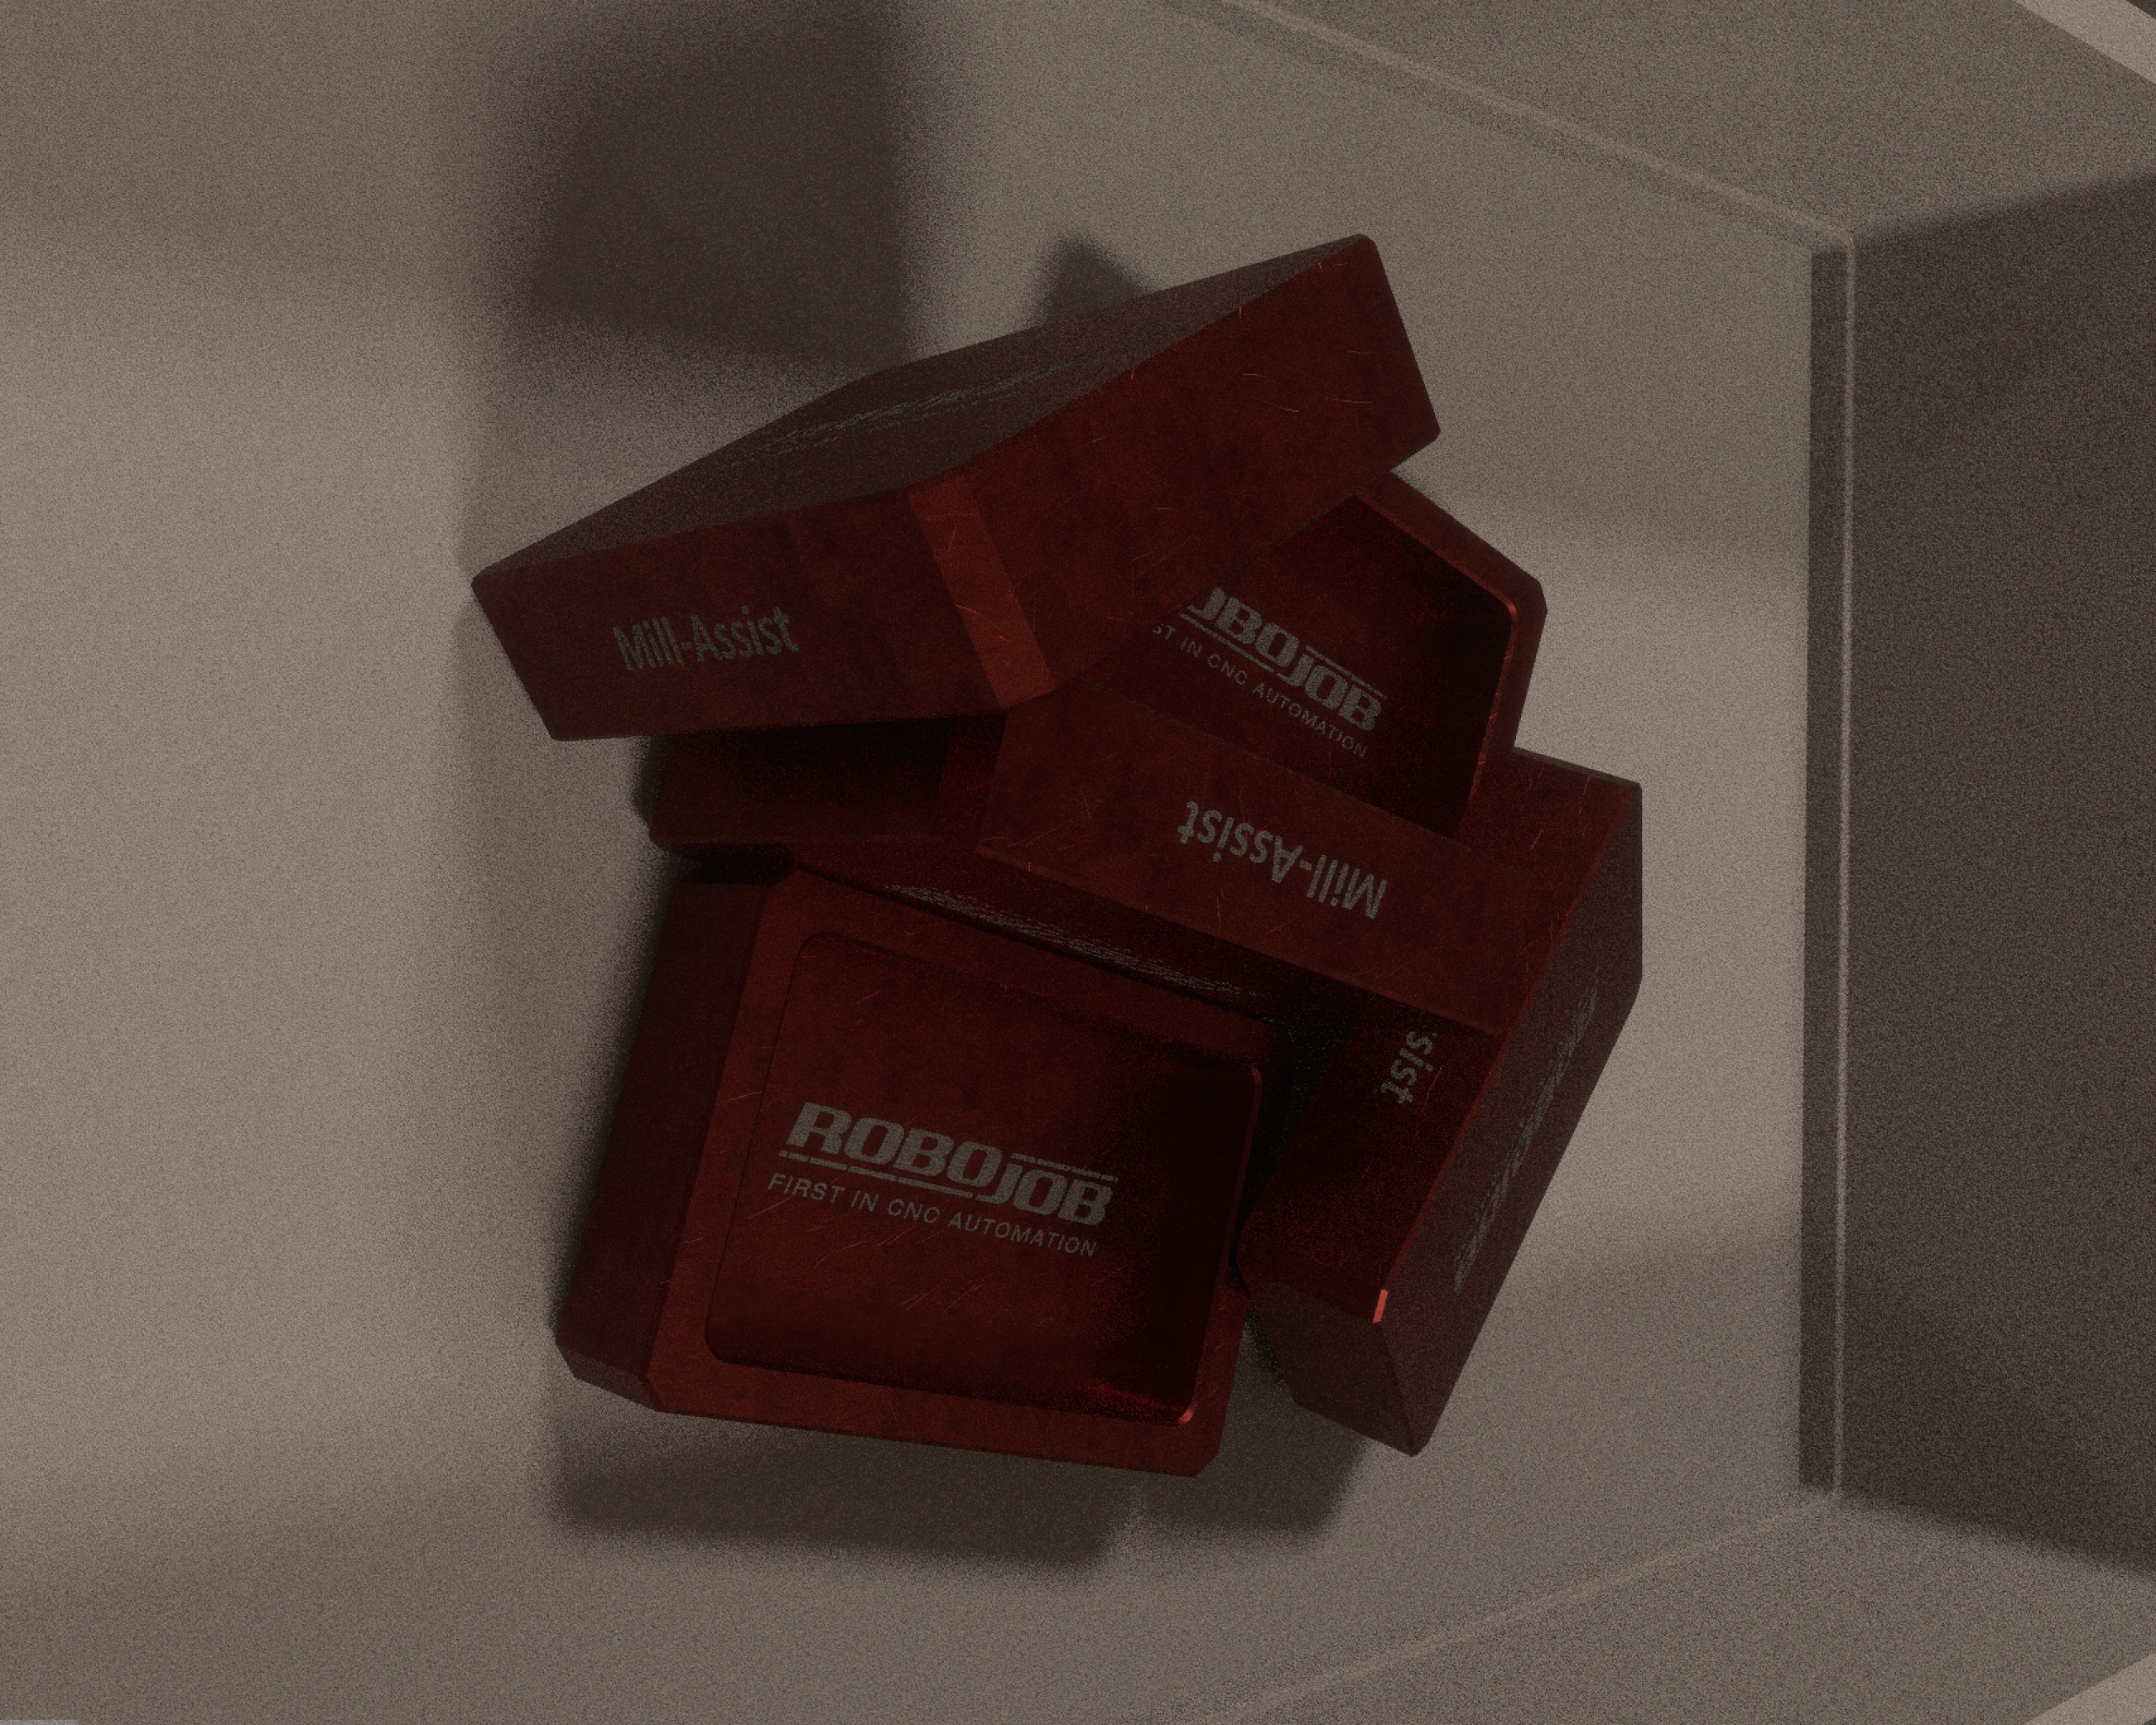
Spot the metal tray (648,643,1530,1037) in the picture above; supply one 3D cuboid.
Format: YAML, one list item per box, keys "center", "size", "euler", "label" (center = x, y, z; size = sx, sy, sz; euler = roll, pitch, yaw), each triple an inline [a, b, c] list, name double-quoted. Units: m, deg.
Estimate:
- center: [0.004, 0.000, 0.366]
  size: [0.131, 0.090, 0.030]
  euler: [20, 78, -39]
  label: "metal tray"

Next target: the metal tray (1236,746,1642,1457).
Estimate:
- center: [0.083, 0.051, 0.447]
  size: [0.130, 0.030, 0.090]
  euler: [-58, 152, -24]
  label: "metal tray"

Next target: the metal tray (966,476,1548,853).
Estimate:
- center: [0.040, -0.043, 0.437]
  size: [0.131, 0.030, 0.090]
  euler: [27, 73, -37]
  label: "metal tray"

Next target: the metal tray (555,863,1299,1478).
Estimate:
- center: [-0.021, 0.059, 0.384]
  size: [0.131, 0.030, 0.090]
  euler: [20, 77, -38]
  label: "metal tray"

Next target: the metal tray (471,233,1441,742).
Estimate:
- center: [-0.023, -0.054, 0.317]
  size: [0.091, 0.130, 0.030]
  euler: [-37, 113, -34]
  label: "metal tray"
